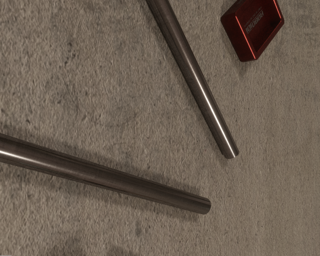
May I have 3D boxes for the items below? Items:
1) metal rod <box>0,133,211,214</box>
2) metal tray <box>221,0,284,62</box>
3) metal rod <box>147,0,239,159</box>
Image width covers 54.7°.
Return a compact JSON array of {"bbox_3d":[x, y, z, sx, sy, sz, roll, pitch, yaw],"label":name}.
[{"bbox_3d":[-0.042,0.066,0.371,0.302,0.025,0.025,25,74,-38],"label":"metal rod"},{"bbox_3d":[0.167,-0.189,0.543,0.130,0.030,0.090,-50,120,-29],"label":"metal tray"},{"bbox_3d":[0.049,-0.077,0.447,0.025,0.025,0.299,-45,117,-31],"label":"metal rod"}]
